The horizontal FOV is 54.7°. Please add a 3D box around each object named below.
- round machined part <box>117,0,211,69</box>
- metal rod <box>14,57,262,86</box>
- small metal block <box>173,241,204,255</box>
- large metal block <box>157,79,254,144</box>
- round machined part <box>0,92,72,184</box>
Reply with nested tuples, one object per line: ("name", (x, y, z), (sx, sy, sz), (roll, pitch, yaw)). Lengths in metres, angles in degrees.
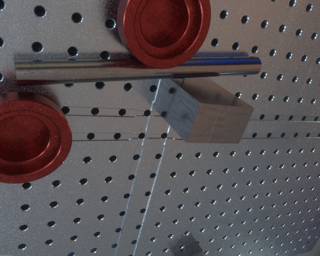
("round machined part", (0.001, -0.116, 0.329), (0.099, 0.042, 0.097), (-14, 124, -21))
("metal rod", (-0.004, -0.070, 0.365), (0.303, 0.025, 0.025), (-7, 122, -25))
("small metal block", (0.058, 0.254, 0.600), (0.050, 0.025, 0.050), (-24, 128, -14))
("large metal block", (0.055, -0.022, 0.392), (0.081, 0.080, 0.050), (3, 117, -30))
("round machined part", (-0.147, 0.007, 0.324), (0.099, 0.042, 0.097), (-14, 124, -21))
